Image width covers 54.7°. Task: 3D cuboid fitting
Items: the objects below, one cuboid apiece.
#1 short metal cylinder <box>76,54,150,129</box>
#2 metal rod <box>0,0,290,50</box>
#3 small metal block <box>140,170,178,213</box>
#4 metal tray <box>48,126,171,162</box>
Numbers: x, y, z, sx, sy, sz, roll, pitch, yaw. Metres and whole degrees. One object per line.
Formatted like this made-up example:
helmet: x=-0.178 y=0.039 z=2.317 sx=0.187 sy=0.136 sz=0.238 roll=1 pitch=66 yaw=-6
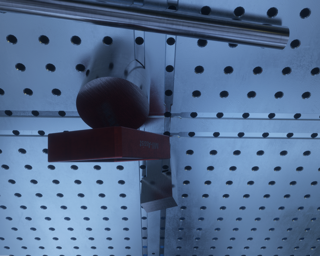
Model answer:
short metal cylinder: x=-0.052 y=-0.038 z=0.362 sx=0.081 sy=0.050 sz=0.079 roll=0 pitch=130 yaw=0
metal rod: x=-0.017 y=-0.112 z=0.316 sx=0.302 sy=0.025 sz=0.025 roll=6 pitch=130 yaw=-6
small metal block: x=-0.001 y=0.098 z=0.479 sx=0.050 sy=0.050 sz=0.025 roll=-16 pitch=128 yaw=13
metal tray: x=-0.053 y=0.023 z=0.364 sx=0.090 sy=0.030 sz=0.130 roll=-6 pitch=172 yaw=23
